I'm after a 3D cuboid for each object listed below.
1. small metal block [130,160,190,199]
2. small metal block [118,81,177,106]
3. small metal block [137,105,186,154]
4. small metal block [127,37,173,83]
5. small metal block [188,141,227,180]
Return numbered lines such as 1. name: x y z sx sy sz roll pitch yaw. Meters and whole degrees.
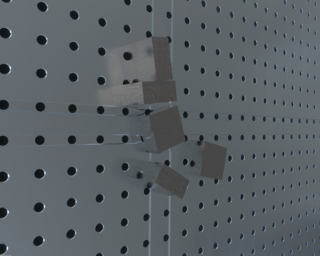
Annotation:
1. small metal block: 0.000 0.064 0.392 0.050 0.050 0.025 37 67 -34
2. small metal block: -0.016 -0.042 0.379 0.050 0.050 0.025 -9 96 -40
3. small metal block: 0.003 0.001 0.410 0.050 0.025 0.050 -23 105 -38
4. small metal block: -0.013 -0.081 0.381 0.025 0.050 0.050 -11 97 -39
5. small metal block: 0.072 0.049 0.469 0.050 0.025 0.050 18 79 -38
